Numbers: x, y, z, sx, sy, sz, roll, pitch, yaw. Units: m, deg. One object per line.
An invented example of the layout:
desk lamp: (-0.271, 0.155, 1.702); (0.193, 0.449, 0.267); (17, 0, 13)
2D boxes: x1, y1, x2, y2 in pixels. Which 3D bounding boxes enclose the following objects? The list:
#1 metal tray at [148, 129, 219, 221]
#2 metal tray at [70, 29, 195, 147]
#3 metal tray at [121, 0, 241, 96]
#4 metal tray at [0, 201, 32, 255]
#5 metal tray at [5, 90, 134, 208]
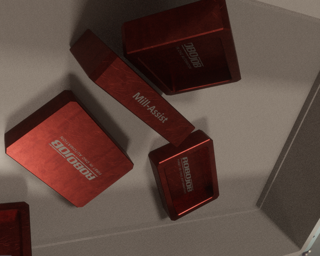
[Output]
metal tray: (0.041, 0.075, 0.475); (0.091, 0.030, 0.129); (-24, 128, -14)
metal tray: (-0.027, -0.040, 0.327); (0.030, 0.090, 0.130); (-47, 130, 4)
metal tray: (0.029, -0.072, 0.311); (0.090, 0.030, 0.130); (-10, 167, 16)
metal tray: (-0.187, 0.149, 0.330); (0.091, 0.130, 0.030); (2, 143, -30)
metal tray: (-0.102, 0.030, 0.369); (0.090, 0.030, 0.130); (-38, 130, -3)
